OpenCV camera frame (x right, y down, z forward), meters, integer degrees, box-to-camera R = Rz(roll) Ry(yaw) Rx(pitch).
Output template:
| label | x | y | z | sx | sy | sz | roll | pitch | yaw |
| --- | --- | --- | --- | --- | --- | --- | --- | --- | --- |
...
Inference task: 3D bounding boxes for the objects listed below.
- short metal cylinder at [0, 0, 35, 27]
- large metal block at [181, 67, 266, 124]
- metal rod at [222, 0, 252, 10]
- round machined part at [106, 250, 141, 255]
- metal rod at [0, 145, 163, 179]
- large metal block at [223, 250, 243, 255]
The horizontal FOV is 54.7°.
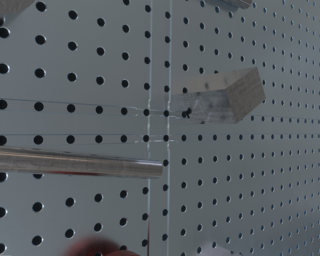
| label | x | y | z | sx | sy | sz | roll | pitch | yaw |
| --- | --- | --- | --- | --- | --- | --- | --- | --- | --- |
| short metal cylinder | -0.151 | -0.132 | 0.266 | 0.081 | 0.050 | 0.079 | 0 | 90 | -40 |
| large metal block | 0.093 | -0.046 | 0.451 | 0.081 | 0.080 | 0.050 | -35 | 112 | -35 |
| metal rod | 0.032 | -0.219 | 0.435 | 0.302 | 0.025 | 0.025 | 1 | 90 | -40 |
| round machined part | -0.053 | 0.190 | 0.355 | 0.099 | 0.042 | 0.097 | 0 | 90 | -40 |
| metal rod | -0.119 | 0.034 | 0.309 | 0.302 | 0.025 | 0.025 | 10 | 84 | -40 |
| large metal block | 0.118 | 0.260 | 0.493 | 0.080 | 0.050 | 0.080 | -36 | 113 | -34 |
